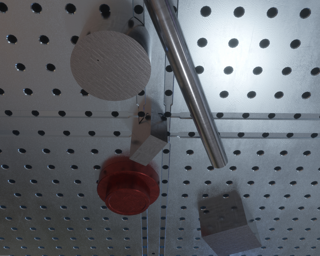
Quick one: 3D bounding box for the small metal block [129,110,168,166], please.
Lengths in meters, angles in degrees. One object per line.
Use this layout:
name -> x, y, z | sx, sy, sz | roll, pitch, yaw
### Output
small metal block -> -0.015, 0.013, 0.406 | 0.025, 0.050, 0.050 | 27, 125, -22

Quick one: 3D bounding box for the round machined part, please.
round machined part -> -0.050, 0.101, 0.486 | 0.099, 0.042, 0.097 | -1, 130, 0

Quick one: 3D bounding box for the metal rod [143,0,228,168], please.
metal rod -> 0.033, -0.056, 0.364 | 0.025, 0.025, 0.299 | -17, 129, 13

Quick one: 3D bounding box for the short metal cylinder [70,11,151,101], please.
short metal cylinder -> -0.049, -0.076, 0.330 | 0.081, 0.050, 0.079 | 0, 130, 0

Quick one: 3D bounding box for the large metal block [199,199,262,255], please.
large metal block -> 0.125, 0.180, 0.550 | 0.080, 0.050, 0.080 | -23, 127, 18
